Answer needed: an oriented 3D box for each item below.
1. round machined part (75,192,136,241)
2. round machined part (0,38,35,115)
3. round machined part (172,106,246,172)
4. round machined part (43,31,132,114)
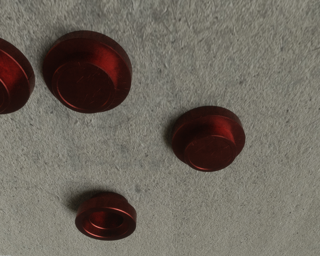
[{"bbox_3d":[-0.088,0.144,0.518,0.099,0.042,0.097,0,130,0],"label":"round machined part"},{"bbox_3d":[-0.198,-0.053,0.349,0.099,0.042,0.097,0,130,0],"label":"round machined part"},{"bbox_3d":[0.065,0.022,0.415,0.099,0.042,0.097,0,130,0],"label":"round machined part"},{"bbox_3d":[-0.082,-0.055,0.349,0.099,0.042,0.097,0,130,0],"label":"round machined part"}]
